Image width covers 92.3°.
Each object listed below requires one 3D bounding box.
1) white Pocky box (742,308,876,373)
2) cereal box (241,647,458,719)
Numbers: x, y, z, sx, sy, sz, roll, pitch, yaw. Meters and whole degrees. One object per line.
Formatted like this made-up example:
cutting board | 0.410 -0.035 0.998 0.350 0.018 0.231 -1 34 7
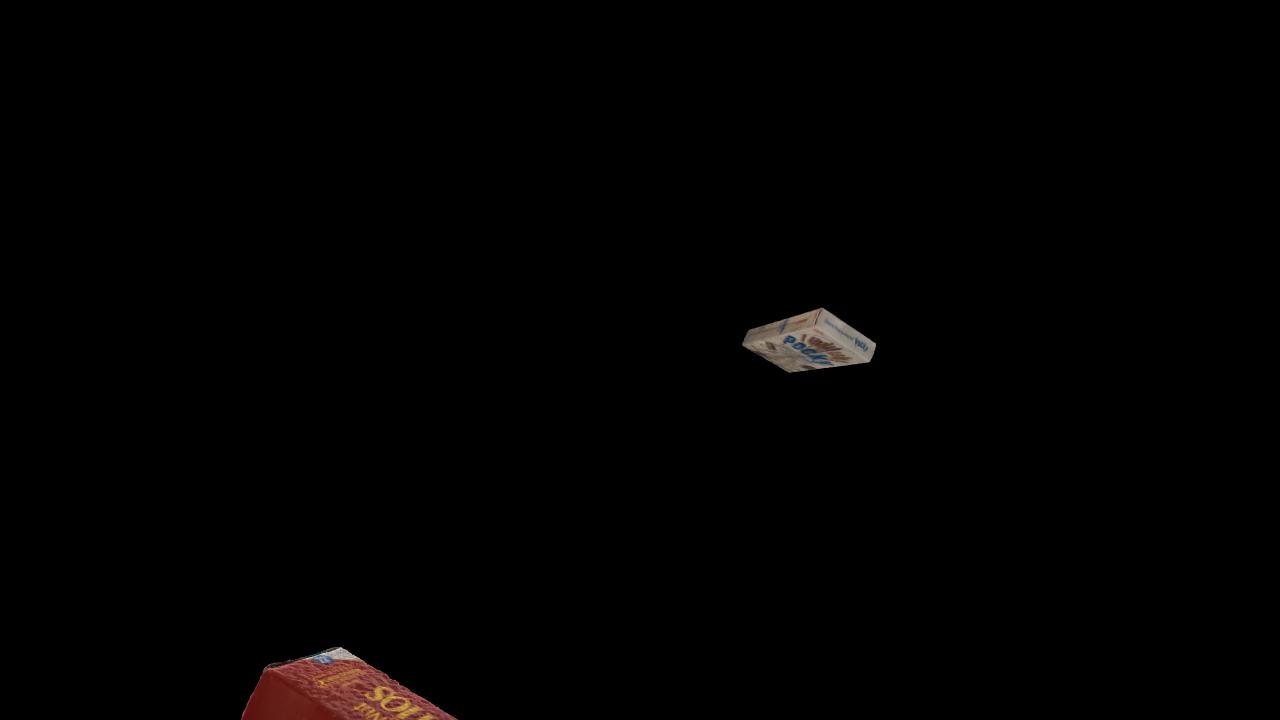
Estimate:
white Pocky box | 0.197 -0.019 0.735 0.084 0.028 0.154 29 -15 -16
cereal box | -0.121 0.328 0.340 0.306 0.203 0.081 18 -9 19
